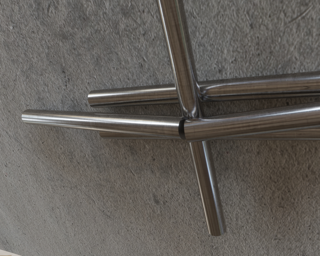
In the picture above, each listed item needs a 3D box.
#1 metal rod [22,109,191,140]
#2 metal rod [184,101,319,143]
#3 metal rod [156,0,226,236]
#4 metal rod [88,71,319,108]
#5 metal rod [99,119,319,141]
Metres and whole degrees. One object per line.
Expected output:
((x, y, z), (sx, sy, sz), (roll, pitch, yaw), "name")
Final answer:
((-0.094, -0.009, 0.418), (0.300, 0.025, 0.025), (4, 121, 36), "metal rod")
((0.170, -0.015, 0.277), (0.301, 0.025, 0.025), (-8, 115, 20), "metal rod")
((0.043, 0.006, 0.356), (0.025, 0.025, 0.298), (-1, 118, 28), "metal rod")
((0.041, -0.042, 0.359), (0.300, 0.025, 0.025), (-1, 118, 28), "metal rod")
((0.053, 0.002, 0.380), (0.300, 0.025, 0.025), (-1, 118, 28), "metal rod")
